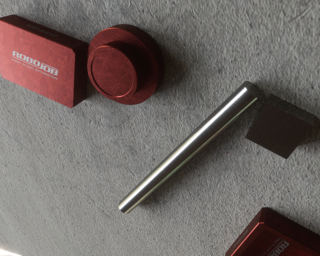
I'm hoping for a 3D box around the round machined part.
[{"bbox_3d":[-0.048,-0.072,0.375,0.098,0.042,0.097,13,124,20],"label":"round machined part"}]

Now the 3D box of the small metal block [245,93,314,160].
[{"bbox_3d":[0.129,-0.002,0.337,0.050,0.025,0.050,29,128,9],"label":"small metal block"}]

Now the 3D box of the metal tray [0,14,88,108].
[{"bbox_3d":[-0.164,-0.092,0.430,0.130,0.030,0.089,23,127,13],"label":"metal tray"}]

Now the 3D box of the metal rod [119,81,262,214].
[{"bbox_3d":[0.021,0.045,0.422,0.025,0.025,0.298,42,129,-1],"label":"metal rod"}]

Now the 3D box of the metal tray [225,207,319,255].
[{"bbox_3d":[0.154,0.178,0.432,0.090,0.030,0.129,28,128,10],"label":"metal tray"}]
